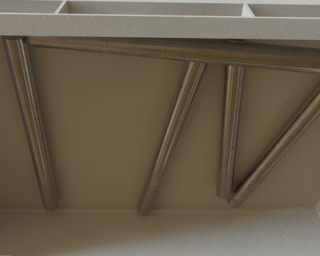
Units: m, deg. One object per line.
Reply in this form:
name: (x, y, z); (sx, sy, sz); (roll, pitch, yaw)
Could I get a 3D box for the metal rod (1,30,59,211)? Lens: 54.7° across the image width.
metal rod: (-0.167, 0.015, 0.420); (0.025, 0.025, 0.298); (4, 130, -4)

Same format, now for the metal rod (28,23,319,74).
metal rod: (0.018, -0.081, 0.315); (0.302, 0.025, 0.025); (6, 130, 4)

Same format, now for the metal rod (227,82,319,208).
metal rod: (0.172, 0.016, 0.423); (0.025, 0.025, 0.298); (15, 129, -13)

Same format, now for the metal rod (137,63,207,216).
metal rod: (0.008, 0.027, 0.432); (0.025, 0.025, 0.298); (10, 130, -9)

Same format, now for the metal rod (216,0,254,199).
metal rod: (0.091, -0.009, 0.402); (0.025, 0.025, 0.298); (-3, 130, 3)
